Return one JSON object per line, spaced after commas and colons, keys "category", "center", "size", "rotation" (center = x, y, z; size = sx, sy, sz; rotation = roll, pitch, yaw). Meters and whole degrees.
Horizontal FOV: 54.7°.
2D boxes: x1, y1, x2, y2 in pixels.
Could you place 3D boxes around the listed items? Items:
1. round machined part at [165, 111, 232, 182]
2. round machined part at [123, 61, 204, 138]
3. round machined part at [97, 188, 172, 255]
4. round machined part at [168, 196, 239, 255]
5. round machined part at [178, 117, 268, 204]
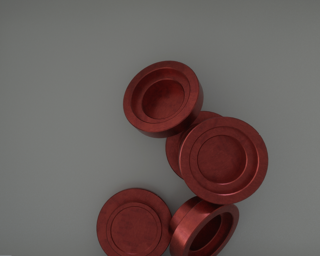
{"category": "round machined part", "center": [0.057, 0.026, 0.404], "size": [0.099, 0.042, 0.097], "rotation": [0, 90, -1]}
{"category": "round machined part", "center": [0.007, -0.032, 0.388], "size": [0.098, 0.042, 0.098], "rotation": [-9, 63, 19]}
{"category": "round machined part", "center": [-0.032, 0.127, 0.396], "size": [0.099, 0.042, 0.097], "rotation": [0, 82, -2]}
{"category": "round machined part", "center": [0.049, 0.124, 0.386], "size": [0.042, 0.098, 0.098], "rotation": [36, 90, 42]}
{"category": "round machined part", "center": [0.071, 0.036, 0.362], "size": [0.099, 0.042, 0.097], "rotation": [0, 90, -1]}
